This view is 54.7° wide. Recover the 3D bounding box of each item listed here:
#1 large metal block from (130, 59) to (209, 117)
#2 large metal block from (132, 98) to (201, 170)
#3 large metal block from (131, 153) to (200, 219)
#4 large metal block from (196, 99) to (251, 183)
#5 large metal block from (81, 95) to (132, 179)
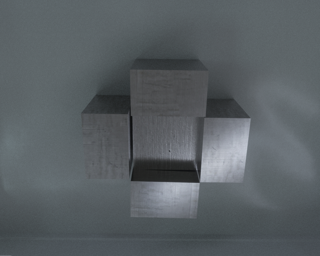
[{"bbox_3d":[0.009,-0.050,0.362,0.081,0.080,0.050,1,110,-1],"label":"large metal block"},{"bbox_3d":[0.008,0.006,0.398,0.081,0.050,0.079,1,110,-1],"label":"large metal block"},{"bbox_3d":[0.005,0.072,0.407,0.081,0.080,0.050,2,110,-1],"label":"large metal block"},{"bbox_3d":[0.073,0.013,0.386,0.050,0.080,0.079,1,110,0],"label":"large metal block"},{"bbox_3d":[-0.060,0.008,0.383,0.050,0.080,0.079,1,110,0],"label":"large metal block"}]
